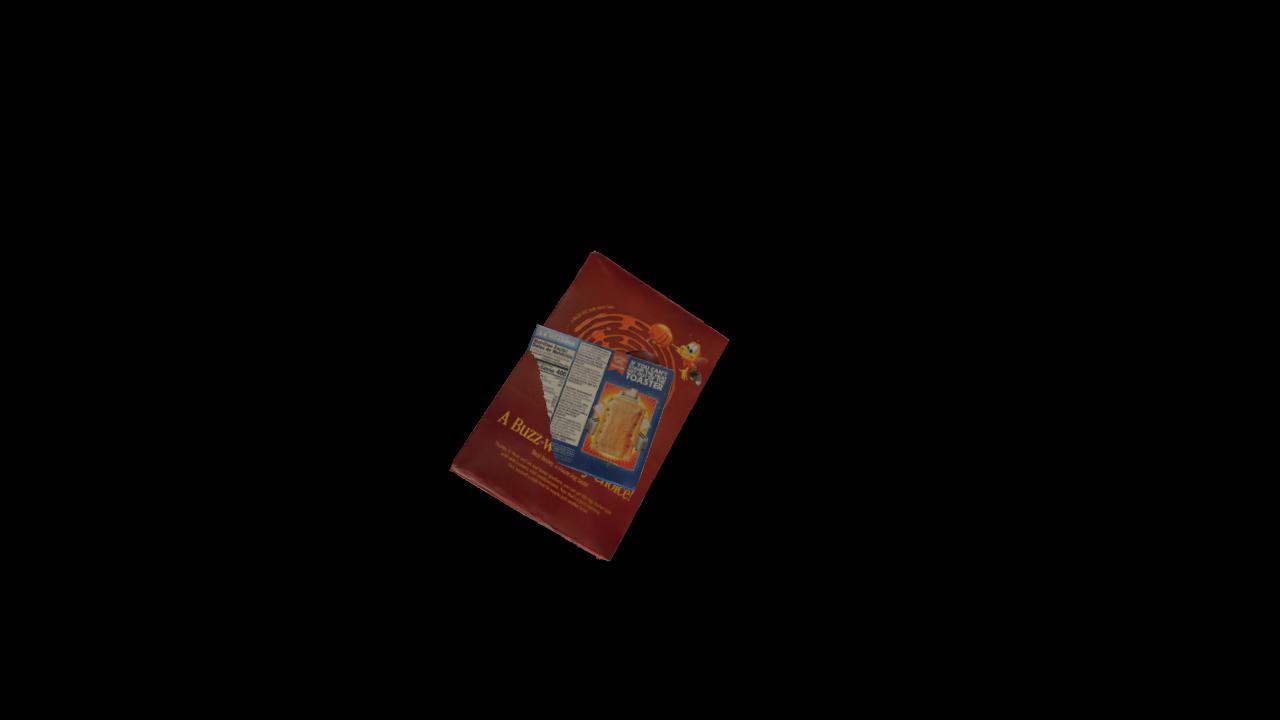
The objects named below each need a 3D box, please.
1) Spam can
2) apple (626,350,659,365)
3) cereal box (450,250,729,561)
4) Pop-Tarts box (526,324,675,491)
[{"bbox_3d":[-0.012,0.064,0.760,0.101,0.058,0.085,-16,-3,-2],"label":"Spam can"},{"bbox_3d":[-0.002,0.020,0.742,0.093,0.079,0.079,8,-3,-22],"label":"apple"},{"bbox_3d":[-0.051,0.048,0.727,0.203,0.306,0.081,32,-20,-7],"label":"cereal box"},{"bbox_3d":[-0.060,0.057,0.709,0.167,0.141,0.083,19,-11,3],"label":"Pop-Tarts box"}]
